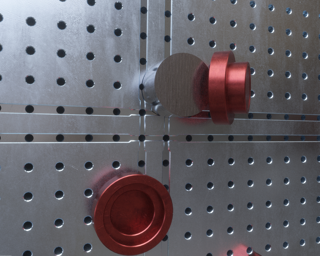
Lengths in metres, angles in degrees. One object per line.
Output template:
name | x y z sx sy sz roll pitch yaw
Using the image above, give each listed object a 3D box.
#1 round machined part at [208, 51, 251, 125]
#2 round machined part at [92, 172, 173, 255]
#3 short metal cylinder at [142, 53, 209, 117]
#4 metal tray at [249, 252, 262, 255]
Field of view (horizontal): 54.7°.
round machined part | 0.096 -0.053 0.410 0.042 0.098 0.097 2 90 22
round machined part | -0.037 0.104 0.391 0.099 0.042 0.097 0 90 -21
short metal cylinder | 0.022 -0.054 0.409 0.081 0.050 0.079 0 90 -20
metal tray | 0.145 0.268 0.465 0.091 0.030 0.129 -30 100 -18
